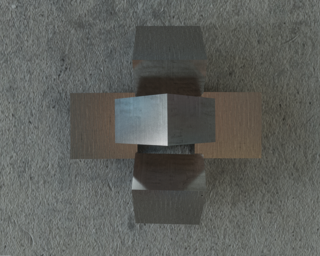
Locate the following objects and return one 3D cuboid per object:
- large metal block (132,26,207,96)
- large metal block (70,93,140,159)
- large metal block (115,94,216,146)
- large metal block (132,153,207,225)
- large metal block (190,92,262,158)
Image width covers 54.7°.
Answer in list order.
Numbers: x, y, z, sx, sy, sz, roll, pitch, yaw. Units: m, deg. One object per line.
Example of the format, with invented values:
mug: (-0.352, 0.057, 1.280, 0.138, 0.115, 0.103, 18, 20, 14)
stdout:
large metal block: (0.011, -0.083, 0.378, 0.081, 0.080, 0.050, 0, 134, 0)
large metal block: (-0.068, -0.003, 0.398, 0.081, 0.050, 0.079, 0, 90, -1)
large metal block: (0.006, -0.008, 0.351, 0.080, 0.081, 0.050, 0, 90, 44)
large metal block: (0.010, 0.076, 0.378, 0.081, 0.080, 0.050, 1, 47, 0)
large metal block: (0.082, -0.004, 0.397, 0.081, 0.050, 0.079, 0, 90, -1)
